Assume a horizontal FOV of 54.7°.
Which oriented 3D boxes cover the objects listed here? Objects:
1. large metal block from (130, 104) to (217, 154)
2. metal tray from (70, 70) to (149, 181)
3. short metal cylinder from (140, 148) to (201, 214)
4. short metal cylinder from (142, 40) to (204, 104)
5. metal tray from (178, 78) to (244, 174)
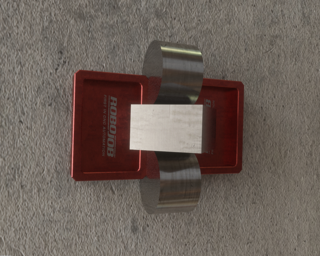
[{"bbox_3d":[0.019,0.000,0.366,0.080,0.080,0.050,2,90,20],"label":"large metal block"},{"bbox_3d":[-0.062,-0.002,0.385,0.091,0.030,0.129,2,90,-20],"label":"metal tray"},{"bbox_3d":[0.010,0.065,0.385,0.050,0.080,0.080,2,90,-20],"label":"short metal cylinder"},{"bbox_3d":[0.013,-0.065,0.386,0.050,0.080,0.080,2,90,-20],"label":"short metal cylinder"},{"bbox_3d":[0.070,-0.002,0.434,0.091,0.030,0.129,2,90,-20],"label":"metal tray"}]
